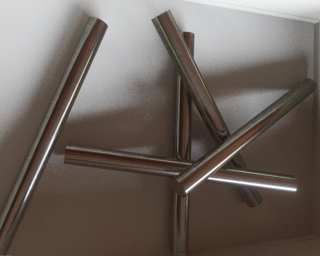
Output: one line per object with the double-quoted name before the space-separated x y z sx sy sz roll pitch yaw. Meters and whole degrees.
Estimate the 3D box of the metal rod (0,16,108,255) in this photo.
"metal rod" -0.131 0.007 0.362 0.025 0.025 0.299 24 82 -19

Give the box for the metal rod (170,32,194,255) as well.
"metal rod" 0.030 0.021 0.422 0.025 0.025 0.298 2 89 -20

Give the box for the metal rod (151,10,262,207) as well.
"metal rod" 0.071 -0.013 0.418 0.025 0.025 0.299 -36 109 -17

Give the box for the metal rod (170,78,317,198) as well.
"metal rod" 0.132 0.000 0.427 0.302 0.025 0.025 -32 101 -30

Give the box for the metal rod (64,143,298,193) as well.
"metal rod" 0.035 0.054 0.397 0.302 0.025 0.025 9 87 -11
